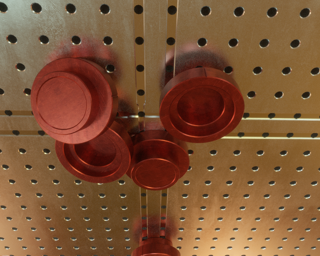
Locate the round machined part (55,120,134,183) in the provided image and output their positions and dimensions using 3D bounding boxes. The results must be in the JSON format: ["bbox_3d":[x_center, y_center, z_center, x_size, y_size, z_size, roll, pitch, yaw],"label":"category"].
[{"bbox_3d":[-0.083,0.023,0.411,0.099,0.042,0.097,4,122,6],"label":"round machined part"}]

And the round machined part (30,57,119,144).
[{"bbox_3d":[-0.100,-0.029,0.345,0.098,0.042,0.097,2,99,10],"label":"round machined part"}]

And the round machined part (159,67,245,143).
[{"bbox_3d":[0.048,-0.031,0.375,0.099,0.042,0.097,-1,130,0],"label":"round machined part"}]

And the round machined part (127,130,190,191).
[{"bbox_3d":[-0.006,0.053,0.446,0.099,0.042,0.097,-1,130,0],"label":"round machined part"}]

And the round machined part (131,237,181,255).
[{"bbox_3d":[-0.008,0.255,0.618,0.099,0.042,0.097,-1,130,0],"label":"round machined part"}]
